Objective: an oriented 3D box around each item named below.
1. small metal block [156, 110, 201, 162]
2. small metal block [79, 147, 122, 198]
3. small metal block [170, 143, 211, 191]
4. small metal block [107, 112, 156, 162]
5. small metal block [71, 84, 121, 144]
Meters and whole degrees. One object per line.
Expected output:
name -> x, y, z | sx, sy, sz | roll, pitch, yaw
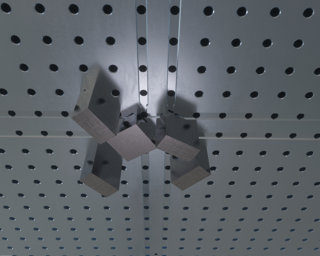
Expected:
small metal block -> 0.023, 0.010, 0.404 | 0.050, 0.050, 0.025 | 24, 126, -19
small metal block -> -0.084, 0.064, 0.449 | 0.025, 0.050, 0.050 | -34, 122, 25
small metal block -> 0.042, 0.053, 0.440 | 0.050, 0.050, 0.025 | -35, 122, 26
small metal block -> -0.038, 0.013, 0.422 | 0.050, 0.025, 0.050 | -26, 126, 20
small metal block -> -0.076, -0.017, 0.380 | 0.025, 0.050, 0.050 | -27, 125, 21
